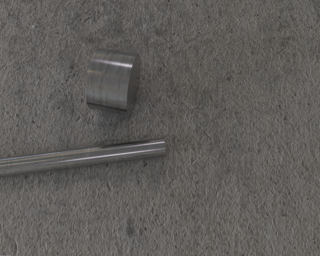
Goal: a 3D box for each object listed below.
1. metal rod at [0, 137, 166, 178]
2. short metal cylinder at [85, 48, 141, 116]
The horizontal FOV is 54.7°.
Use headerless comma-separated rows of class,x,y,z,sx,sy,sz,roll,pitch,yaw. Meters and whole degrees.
metal rod,-0.143,0.043,0.391,0.302,0.025,0.025,-7,70,-3
short metal cylinder,-0.058,-0.059,0.400,0.050,0.080,0.080,10,70,3
